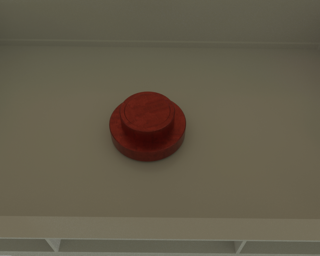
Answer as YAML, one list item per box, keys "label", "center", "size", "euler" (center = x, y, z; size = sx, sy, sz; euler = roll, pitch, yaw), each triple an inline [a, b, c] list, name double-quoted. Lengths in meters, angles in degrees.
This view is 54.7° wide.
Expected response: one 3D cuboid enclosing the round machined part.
- label: "round machined part"
  center: [-0.016, -0.009, 0.397]
  size: [0.099, 0.042, 0.098]
  euler: [0, 50, 0]
